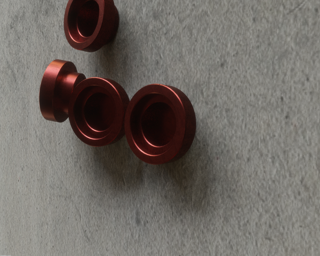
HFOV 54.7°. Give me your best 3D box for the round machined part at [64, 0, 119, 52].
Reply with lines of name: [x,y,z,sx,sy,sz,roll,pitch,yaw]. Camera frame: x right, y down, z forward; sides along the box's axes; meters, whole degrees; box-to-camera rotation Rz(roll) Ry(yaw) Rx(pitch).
round machined part: [-0.101,-0.165,0.475,0.098,0.042,0.097,0,90,39]

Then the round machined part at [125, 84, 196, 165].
round machined part: [0.005,-0.005,0.388,0.098,0.042,0.097,0,90,39]

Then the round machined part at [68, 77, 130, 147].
round machined part: [-0.082,-0.024,0.450,0.098,0.042,0.097,3,96,27]

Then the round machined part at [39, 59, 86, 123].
round machined part: [-0.147,-0.056,0.488,0.042,0.098,0.097,11,99,4]
